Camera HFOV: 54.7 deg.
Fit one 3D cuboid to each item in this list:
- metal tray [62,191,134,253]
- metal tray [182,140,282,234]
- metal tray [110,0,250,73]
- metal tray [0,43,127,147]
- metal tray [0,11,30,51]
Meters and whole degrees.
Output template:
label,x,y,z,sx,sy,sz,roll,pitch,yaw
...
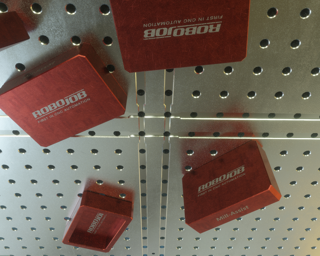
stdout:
label,x,y,z,sx,sy,sz,roll,pitch,yaw
metal tray,-0.112,0.171,0.552,0.091,0.030,0.129,19,127,-16
metal tray,0.094,0.083,0.441,0.130,0.090,0.030,-32,123,24
metal tray,0.022,-0.108,0.316,0.131,0.030,0.089,-5,130,4
metal tray,-0.118,-0.035,0.377,0.130,0.030,0.090,-22,127,17
metal tray,-0.207,-0.072,0.301,0.130,0.090,0.030,-17,112,13
